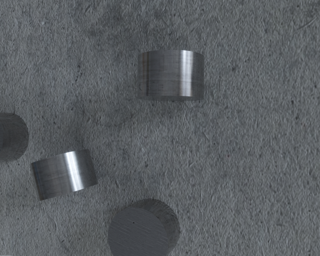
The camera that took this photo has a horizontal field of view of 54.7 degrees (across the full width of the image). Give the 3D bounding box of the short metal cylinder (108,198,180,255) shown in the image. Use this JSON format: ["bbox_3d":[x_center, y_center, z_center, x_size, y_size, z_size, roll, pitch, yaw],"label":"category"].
[{"bbox_3d":[-0.020,0.137,0.403,0.080,0.050,0.080,0,90,20],"label":"short metal cylinder"}]

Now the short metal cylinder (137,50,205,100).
[{"bbox_3d":[0.013,-0.060,0.375,0.080,0.080,0.050,1,91,20],"label":"short metal cylinder"}]

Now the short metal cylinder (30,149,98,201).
[{"bbox_3d":[-0.131,0.064,0.426,0.080,0.080,0.050,-18,84,19],"label":"short metal cylinder"}]

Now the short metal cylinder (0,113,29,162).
[{"bbox_3d":[-0.257,0.015,0.486,0.080,0.050,0.080,0,90,20],"label":"short metal cylinder"}]
